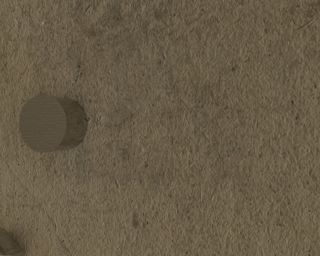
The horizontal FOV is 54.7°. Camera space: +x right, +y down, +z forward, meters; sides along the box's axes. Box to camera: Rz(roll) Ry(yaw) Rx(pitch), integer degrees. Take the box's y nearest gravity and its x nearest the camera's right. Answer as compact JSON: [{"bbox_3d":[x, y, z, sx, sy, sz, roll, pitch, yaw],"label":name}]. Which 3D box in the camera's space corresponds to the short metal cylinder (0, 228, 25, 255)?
[{"bbox_3d":[-0.258,0.200,0.471,0.050,0.080,0.080,44,104,15],"label":"short metal cylinder"}]

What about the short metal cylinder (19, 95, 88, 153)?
[{"bbox_3d":[-0.154,-0.006,0.450,0.080,0.050,0.080,0,90,20],"label":"short metal cylinder"}]
